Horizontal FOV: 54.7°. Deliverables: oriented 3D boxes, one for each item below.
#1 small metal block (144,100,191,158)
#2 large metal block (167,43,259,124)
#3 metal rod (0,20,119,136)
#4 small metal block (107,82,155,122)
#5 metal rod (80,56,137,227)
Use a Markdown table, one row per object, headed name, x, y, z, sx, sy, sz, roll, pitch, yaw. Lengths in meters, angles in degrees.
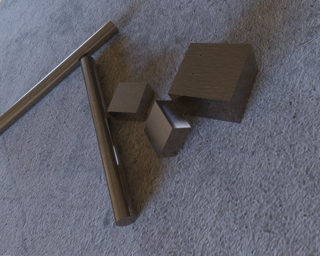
| name | x | y | z | sx | sy | sz | roll | pitch | yaw |
| --- | --- | --- | --- | --- | --- | --- | --- | --- | --- |
| small metal block | 0.007 | 0.001 | 0.381 | 0.050 | 0.025 | 0.050 | 60 | 140 | 38 |
| large metal block | 0.068 | -0.058 | 0.387 | 0.080 | 0.050 | 0.080 | 11 | 67 | 32 |
| metal rod | -0.194 | -0.084 | 0.554 | 0.300 | 0.025 | 0.025 | -42 | 51 | -1 |
| small metal block | -0.041 | -0.038 | 0.447 | 0.050 | 0.025 | 0.050 | 4 | 64 | 29 |
| metal rod | -0.082 | -0.003 | 0.447 | 0.025 | 0.025 | 0.299 | -29 | 52 | 10 |
